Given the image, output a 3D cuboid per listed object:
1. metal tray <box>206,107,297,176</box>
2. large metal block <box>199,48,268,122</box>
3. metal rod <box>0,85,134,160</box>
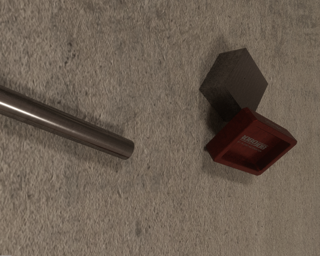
[{"bbox_3d":[0.147,0.026,0.492,0.131,0.030,0.090,21,121,-39],"label":"metal tray"},{"bbox_3d":[0.119,-0.066,0.491,0.080,0.050,0.080,46,63,-31],"label":"large metal block"},{"bbox_3d":[-0.147,-0.026,0.282,0.301,0.025,0.025,26,74,-37],"label":"metal rod"}]
